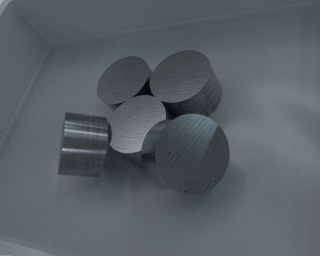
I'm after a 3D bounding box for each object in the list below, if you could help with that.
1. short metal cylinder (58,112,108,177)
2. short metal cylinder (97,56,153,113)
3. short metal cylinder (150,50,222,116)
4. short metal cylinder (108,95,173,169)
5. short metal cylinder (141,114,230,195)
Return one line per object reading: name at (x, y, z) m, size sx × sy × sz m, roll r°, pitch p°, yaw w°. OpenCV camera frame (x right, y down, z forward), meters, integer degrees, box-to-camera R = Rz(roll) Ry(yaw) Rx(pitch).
short metal cylinder at (-0.101, 0.022, 0.399) m, size 0.050 × 0.080 × 0.080 m, roll 7°, pitch 54°, yaw -19°
short metal cylinder at (-0.041, -0.055, 0.440) m, size 0.080 × 0.050 × 0.080 m, roll -13°, pitch 56°, yaw 20°
short metal cylinder at (0.034, -0.053, 0.402) m, size 0.080 × 0.050 × 0.080 m, roll -13°, pitch 56°, yaw 20°
short metal cylinder at (-0.019, 0.006, 0.391) m, size 0.080 × 0.050 × 0.080 m, roll -13°, pitch 56°, yaw 20°
short metal cylinder at (0.026, 0.027, 0.329) m, size 0.080 × 0.080 × 0.050 m, roll -58°, pitch 14°, yaw -13°
